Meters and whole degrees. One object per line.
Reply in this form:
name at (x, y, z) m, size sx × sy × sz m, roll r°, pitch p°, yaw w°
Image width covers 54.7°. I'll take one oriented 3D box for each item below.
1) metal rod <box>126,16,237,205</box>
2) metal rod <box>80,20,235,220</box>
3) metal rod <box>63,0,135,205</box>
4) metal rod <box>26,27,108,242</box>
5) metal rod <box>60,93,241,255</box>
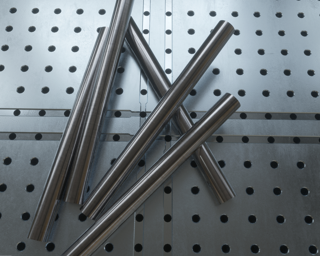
metal rod at (0.015, -0.037, 0.425) m, size 0.025 × 0.025 × 0.299 m, roll -26°, pitch 72°, yaw -9°
metal rod at (0.001, -0.016, 0.394) m, size 0.025 × 0.025 × 0.300 m, roll 35°, pitch 82°, yaw 11°
metal rod at (-0.077, -0.051, 0.414) m, size 0.025 × 0.025 × 0.299 m, roll 11°, pitch 76°, yaw 3°
metal rod at (-0.111, -0.006, 0.412) m, size 0.025 × 0.025 × 0.299 m, roll 12°, pitch 70°, yaw 4°
metal rod at (-0.016, 0.068, 0.369) m, size 0.300 × 0.025 × 0.025 m, roll -44°, pitch 76°, yaw -8°
